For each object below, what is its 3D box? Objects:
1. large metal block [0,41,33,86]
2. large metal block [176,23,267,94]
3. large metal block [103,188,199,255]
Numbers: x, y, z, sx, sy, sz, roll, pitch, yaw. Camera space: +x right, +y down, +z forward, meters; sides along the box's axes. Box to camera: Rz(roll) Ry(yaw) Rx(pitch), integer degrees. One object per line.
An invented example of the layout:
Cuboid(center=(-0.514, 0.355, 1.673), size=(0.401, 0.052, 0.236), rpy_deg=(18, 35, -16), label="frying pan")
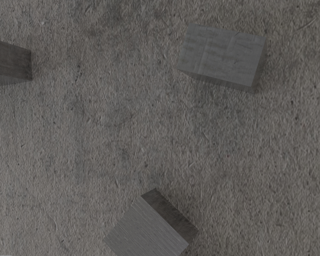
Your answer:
Cuboid(center=(-0.257, -0.097, 0.470), size=(0.080, 0.080, 0.050), rpy_deg=(-5, 89, 20), label="large metal block")
Cuboid(center=(0.074, -0.076, 0.353), size=(0.080, 0.080, 0.050), rpy_deg=(18, 96, 19), label="large metal block")
Cuboid(center=(-0.011, 0.139, 0.399), size=(0.080, 0.050, 0.080), rpy_deg=(42, 103, 15), label="large metal block")
